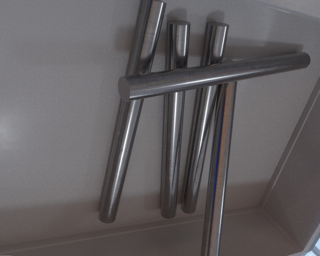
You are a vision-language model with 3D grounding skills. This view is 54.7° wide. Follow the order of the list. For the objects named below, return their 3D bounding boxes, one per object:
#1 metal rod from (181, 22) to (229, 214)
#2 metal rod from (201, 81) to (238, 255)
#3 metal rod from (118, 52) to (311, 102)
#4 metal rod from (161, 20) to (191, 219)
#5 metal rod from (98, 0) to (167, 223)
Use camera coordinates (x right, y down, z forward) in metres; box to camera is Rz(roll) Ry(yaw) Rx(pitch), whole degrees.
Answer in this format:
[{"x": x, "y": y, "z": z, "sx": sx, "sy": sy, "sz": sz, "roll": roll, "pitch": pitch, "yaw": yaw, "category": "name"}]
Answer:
[{"x": 0.059, "y": 0.005, "z": 0.443, "sx": 0.025, "sy": 0.025, "sz": 0.298, "roll": -9, "pitch": 123, "yaw": -24, "category": "metal rod"}, {"x": 0.078, "y": 0.075, "z": 0.420, "sx": 0.025, "sy": 0.025, "sz": 0.298, "roll": 5, "pitch": 92, "yaw": -31, "category": "metal rod"}, {"x": 0.089, "y": -0.069, "z": 0.382, "sx": 0.303, "sy": 0.025, "sz": 0.025, "roll": -14, "pitch": 125, "yaw": -32, "category": "metal rod"}, {"x": 0.018, "y": 0.010, "z": 0.423, "sx": 0.025, "sy": 0.025, "sz": 0.298, "roll": -12, "pitch": 124, "yaw": -22, "category": "metal rod"}, {"x": -0.040, "y": -0.002, "z": 0.384, "sx": 0.025, "sy": 0.025, "sz": 0.298, "roll": 1, "pitch": 118, "yaw": -29, "category": "metal rod"}]
